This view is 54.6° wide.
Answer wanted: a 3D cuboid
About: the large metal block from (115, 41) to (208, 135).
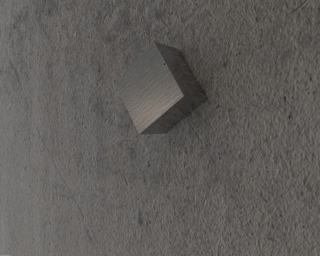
[{"bbox_3d":[0.000,-0.047,0.390,0.080,0.050,0.080,-40,66,33],"label":"large metal block"}]
